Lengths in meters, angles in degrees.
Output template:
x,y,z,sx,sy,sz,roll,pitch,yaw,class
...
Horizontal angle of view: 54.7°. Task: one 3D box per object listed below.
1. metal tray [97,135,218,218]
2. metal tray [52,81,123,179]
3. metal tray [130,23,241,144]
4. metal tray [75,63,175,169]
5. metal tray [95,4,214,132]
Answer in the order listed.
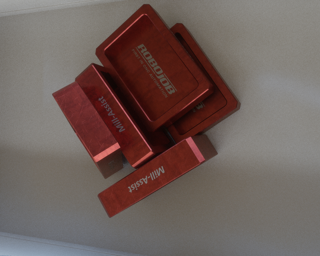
x,y,z,sx,sy,sz,roll,pitch,yaw,class
0.001,0.055,0.373,0.130,0.090,0.030,-34,79,16,metal tray
-0.083,0.010,0.383,0.030,0.130,0.090,-33,78,-14,metal tray
0.029,-0.055,0.397,0.090,0.030,0.130,-36,78,17,metal tray
-0.039,-0.015,0.386,0.030,0.090,0.130,-39,78,16,metal tray
-0.008,-0.071,0.376,0.090,0.030,0.130,-38,78,16,metal tray
